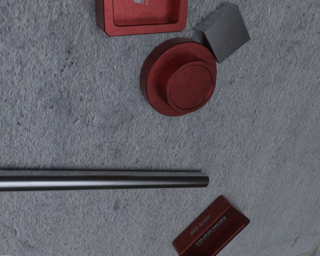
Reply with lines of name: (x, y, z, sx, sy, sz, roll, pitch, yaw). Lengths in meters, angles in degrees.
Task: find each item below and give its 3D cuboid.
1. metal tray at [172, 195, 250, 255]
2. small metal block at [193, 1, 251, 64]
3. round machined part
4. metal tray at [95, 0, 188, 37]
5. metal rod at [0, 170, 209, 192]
metal tray: (0.098, 0.195, 0.580, 0.130, 0.030, 0.090, -46, 130, 3)
small metal block: (0.076, -0.116, 0.379, 0.050, 0.025, 0.050, -40, 130, -2)
round machined part: (0.029, -0.056, 0.378, 0.099, 0.042, 0.097, -14, 125, -21)
metal tray: (-0.016, -0.159, 0.297, 0.091, 0.030, 0.129, -11, 124, -23)
metal rod: (-0.057, 0.071, 0.420, 0.302, 0.025, 0.025, 6, 116, -31)
